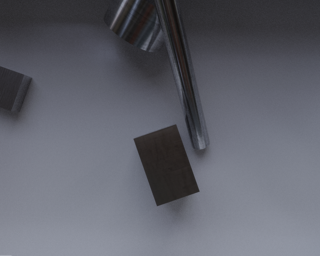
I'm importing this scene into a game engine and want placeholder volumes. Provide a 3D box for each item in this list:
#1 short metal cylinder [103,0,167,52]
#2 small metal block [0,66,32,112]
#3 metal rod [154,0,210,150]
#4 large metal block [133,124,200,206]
[{"bbox_3d":[-0.021,-0.137,0.377,0.080,0.080,0.050,36,119,-1],"label":"short metal cylinder"},{"bbox_3d":[-0.206,-0.053,0.409,0.050,0.025,0.050,20,90,-1],"label":"small metal block"},{"bbox_3d":[0.016,-0.102,0.340,0.025,0.025,0.298,-18,120,0],"label":"metal rod"},{"bbox_3d":[0.007,0.041,0.384,0.050,0.080,0.080,-19,90,0],"label":"large metal block"}]
